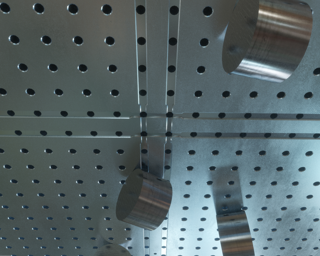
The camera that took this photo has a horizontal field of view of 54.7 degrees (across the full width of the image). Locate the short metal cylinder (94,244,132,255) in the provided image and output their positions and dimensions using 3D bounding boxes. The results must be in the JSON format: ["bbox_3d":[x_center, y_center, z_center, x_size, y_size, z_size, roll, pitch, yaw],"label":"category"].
[{"bbox_3d":[-0.097,0.279,0.612,0.081,0.080,0.050,12,129,-11],"label":"short metal cylinder"}]

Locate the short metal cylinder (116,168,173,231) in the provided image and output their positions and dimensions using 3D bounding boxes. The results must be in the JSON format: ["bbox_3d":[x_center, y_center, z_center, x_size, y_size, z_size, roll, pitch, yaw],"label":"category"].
[{"bbox_3d":[-0.025,0.108,0.467,0.050,0.080,0.080,27,125,-21],"label":"short metal cylinder"}]

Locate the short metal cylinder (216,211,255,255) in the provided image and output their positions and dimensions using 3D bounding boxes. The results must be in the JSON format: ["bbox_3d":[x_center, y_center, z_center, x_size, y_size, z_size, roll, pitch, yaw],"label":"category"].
[{"bbox_3d":[0.130,0.188,0.537,0.050,0.080,0.080,-11,129,9],"label":"short metal cylinder"}]

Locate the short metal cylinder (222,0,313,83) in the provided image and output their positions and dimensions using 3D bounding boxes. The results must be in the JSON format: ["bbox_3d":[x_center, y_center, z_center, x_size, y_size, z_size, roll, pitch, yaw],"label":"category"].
[{"bbox_3d":[0.100,-0.088,0.302,0.050,0.080,0.079,11,129,-9],"label":"short metal cylinder"}]
